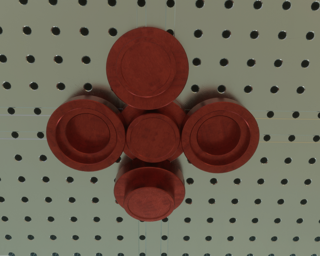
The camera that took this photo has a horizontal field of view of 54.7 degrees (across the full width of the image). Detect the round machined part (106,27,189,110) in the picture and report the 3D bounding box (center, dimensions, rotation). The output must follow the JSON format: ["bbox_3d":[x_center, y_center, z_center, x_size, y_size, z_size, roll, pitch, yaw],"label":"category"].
[{"bbox_3d":[-0.015,-0.070,0.366,0.099,0.042,0.097,0,96,1],"label":"round machined part"}]

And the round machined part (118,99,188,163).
[{"bbox_3d":[-0.009,0.006,0.405,0.099,0.042,0.097,0,110,-1],"label":"round machined part"}]

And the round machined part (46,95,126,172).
[{"bbox_3d":[-0.092,0.004,0.404,0.099,0.042,0.097,0,110,-1],"label":"round machined part"}]

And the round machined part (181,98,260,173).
[{"bbox_3d":[0.076,0.007,0.407,0.099,0.042,0.097,0,110,-1],"label":"round machined part"}]

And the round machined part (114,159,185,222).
[{"bbox_3d":[-0.014,0.091,0.425,0.099,0.042,0.097,0,125,0],"label":"round machined part"}]
